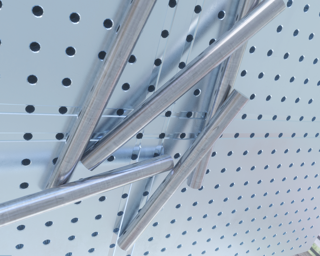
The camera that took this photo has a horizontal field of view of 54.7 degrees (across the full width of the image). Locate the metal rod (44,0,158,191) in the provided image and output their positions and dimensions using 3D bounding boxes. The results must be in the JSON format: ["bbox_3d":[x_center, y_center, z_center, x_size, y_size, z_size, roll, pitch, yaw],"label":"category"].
[{"bbox_3d":[-0.070,-0.036,0.351,0.025,0.025,0.298,17,109,-35],"label":"metal rod"}]

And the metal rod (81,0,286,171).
[{"bbox_3d":[0.022,-0.051,0.374,0.300,0.025,0.025,-40,130,6],"label":"metal rod"}]

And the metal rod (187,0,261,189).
[{"bbox_3d":[0.084,-0.040,0.434,0.025,0.025,0.298,-2,120,-28],"label":"metal rod"}]

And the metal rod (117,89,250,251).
[{"bbox_3d":[0.025,0.071,0.452,0.025,0.025,0.299,22,112,-37],"label":"metal rod"}]

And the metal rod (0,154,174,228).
[{"bbox_3d":[-0.110,0.079,0.367,0.303,0.025,0.025,-13,125,-34],"label":"metal rod"}]
